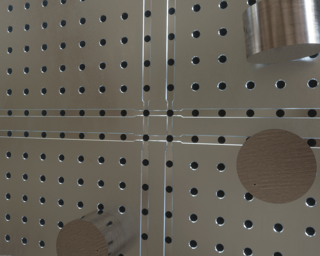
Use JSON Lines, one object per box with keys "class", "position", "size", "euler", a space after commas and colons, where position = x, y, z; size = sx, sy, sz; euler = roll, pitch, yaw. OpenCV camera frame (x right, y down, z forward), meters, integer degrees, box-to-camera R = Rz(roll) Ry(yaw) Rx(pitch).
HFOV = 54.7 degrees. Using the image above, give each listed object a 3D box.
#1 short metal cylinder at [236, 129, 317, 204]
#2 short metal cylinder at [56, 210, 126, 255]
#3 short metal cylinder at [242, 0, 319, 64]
{"class": "short metal cylinder", "position": [0.131, 0.041, 0.353], "size": [0.080, 0.050, 0.079], "euler": [0, 90, 20]}
{"class": "short metal cylinder", "position": [-0.095, 0.161, 0.433], "size": [0.080, 0.050, 0.079], "euler": [0, 90, 20]}
{"class": "short metal cylinder", "position": [0.133, -0.104, 0.336], "size": [0.080, 0.080, 0.050], "euler": [-6, 88, 20]}
